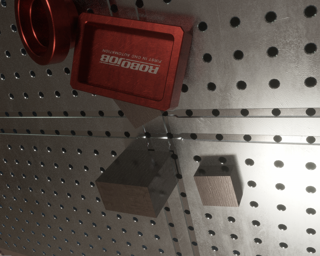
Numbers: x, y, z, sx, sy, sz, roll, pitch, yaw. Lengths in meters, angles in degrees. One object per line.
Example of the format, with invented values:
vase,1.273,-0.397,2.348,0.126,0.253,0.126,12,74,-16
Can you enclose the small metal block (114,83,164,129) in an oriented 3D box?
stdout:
small metal block,-0.024,-0.033,0.402,0.050,0.025,0.050,-28,104,37

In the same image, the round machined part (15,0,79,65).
round machined part,-0.133,-0.128,0.376,0.098,0.042,0.097,21,122,40

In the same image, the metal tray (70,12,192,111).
metal tray,-0.037,-0.077,0.357,0.130,0.030,0.089,15,102,19

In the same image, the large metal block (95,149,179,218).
large metal block,-0.029,0.074,0.435,0.080,0.080,0.050,1,119,27

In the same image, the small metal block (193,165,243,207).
small metal block,0.079,0.078,0.417,0.050,0.025,0.050,-6,116,30
